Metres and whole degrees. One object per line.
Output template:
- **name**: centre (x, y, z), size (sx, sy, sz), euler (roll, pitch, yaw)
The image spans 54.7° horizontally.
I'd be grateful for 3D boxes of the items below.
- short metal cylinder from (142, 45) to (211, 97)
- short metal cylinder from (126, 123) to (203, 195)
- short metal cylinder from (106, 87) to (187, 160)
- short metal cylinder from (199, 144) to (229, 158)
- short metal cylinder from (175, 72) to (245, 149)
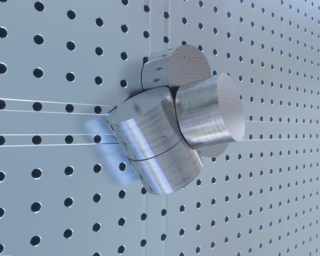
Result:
- **short metal cylinder**: centre (0.023, -0.066, 0.413), size (0.081, 0.050, 0.079), euler (0, 90, -40)
- **short metal cylinder**: centre (0.006, 0.036, 0.380), size (0.080, 0.080, 0.050), euler (-41, 116, -32)
- **short metal cylinder**: centre (-0.015, -0.006, 0.363), size (0.080, 0.080, 0.050), euler (-41, 116, -32)
- **short metal cylinder**: centre (0.057, 0.001, 0.442), size (0.081, 0.050, 0.079), euler (0, 90, -40)
- **short metal cylinder**: centre (0.060, -0.019, 0.362), size (0.080, 0.050, 0.080), euler (28, 55, -51)
